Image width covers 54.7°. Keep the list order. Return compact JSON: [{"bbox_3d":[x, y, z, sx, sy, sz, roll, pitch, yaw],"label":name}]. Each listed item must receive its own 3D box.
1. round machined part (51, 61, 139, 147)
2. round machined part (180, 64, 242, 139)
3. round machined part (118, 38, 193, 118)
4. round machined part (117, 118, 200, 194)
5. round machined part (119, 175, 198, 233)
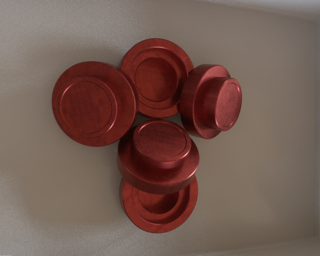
[{"bbox_3d":[-0.076,-0.025,0.348,0.098,0.042,0.097,1,102,7],"label":"round machined part"},{"bbox_3d":[0.072,-0.033,0.402,0.099,0.042,0.097,-18,114,-47],"label":"round machined part"},{"bbox_3d":[-0.008,-0.060,0.396,0.099,0.042,0.097,0,90,-20],"label":"round machined part"},{"bbox_3d":[-0.001,0.026,0.369,0.099,0.098,0.042,-7,137,-20],"label":"round machined part"},{"bbox_3d":[-0.004,0.080,0.398,0.099,0.042,0.097,0,90,-20],"label":"round machined part"}]
